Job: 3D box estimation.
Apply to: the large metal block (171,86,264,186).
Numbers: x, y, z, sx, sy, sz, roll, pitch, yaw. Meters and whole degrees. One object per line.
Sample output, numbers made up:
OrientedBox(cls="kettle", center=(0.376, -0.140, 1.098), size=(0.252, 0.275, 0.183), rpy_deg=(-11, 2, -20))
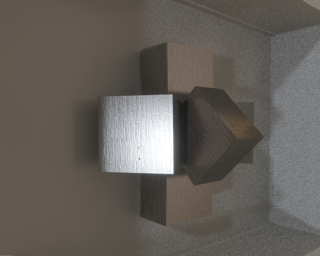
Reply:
OrientedBox(cls="large metal block", center=(0.058, 0.009, 0.366), size=(0.050, 0.080, 0.080), rpy_deg=(-1, 47, -41))

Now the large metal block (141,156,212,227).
OrientedBox(cls="large metal block", center=(0.022, 0.076, 0.408), size=(0.081, 0.050, 0.080), rpy_deg=(1, 90, -40))

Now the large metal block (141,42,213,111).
OrientedBox(cls="large metal block", center=(0.024, -0.062, 0.405), size=(0.081, 0.050, 0.079), rpy_deg=(-2, 92, -40))

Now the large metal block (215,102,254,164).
OrientedBox(cls="large metal block", center=(0.095, 0.006, 0.439), size=(0.050, 0.080, 0.080), rpy_deg=(1, 90, -1))

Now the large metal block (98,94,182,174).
OrientedBox(cls="large metal block", center=(-0.020, 0.006, 0.342), size=(0.050, 0.080, 0.079), rpy_deg=(-6, 96, -76))
